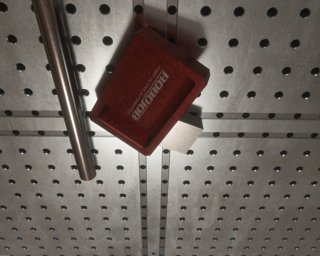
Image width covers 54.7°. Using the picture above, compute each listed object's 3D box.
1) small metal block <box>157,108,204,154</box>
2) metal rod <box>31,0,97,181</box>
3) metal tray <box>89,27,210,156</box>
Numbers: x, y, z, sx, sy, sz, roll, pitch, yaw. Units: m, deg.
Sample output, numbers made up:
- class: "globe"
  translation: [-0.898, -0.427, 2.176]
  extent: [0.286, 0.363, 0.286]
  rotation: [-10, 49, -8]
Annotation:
- class: "small metal block"
  translation: [0.023, 0.003, 0.415]
  extent: [0.050, 0.025, 0.050]
  rotation: [19, 127, -16]
- class: "metal rod"
  translation: [-0.111, -0.043, 0.373]
  extent: [0.025, 0.025, 0.298]
  rotation: [-1, 130, 0]
- class: "metal tray"
  translation: [-0.016, -0.037, 0.359]
  extent: [0.090, 0.030, 0.129]
  rotation: [34, 124, -5]
